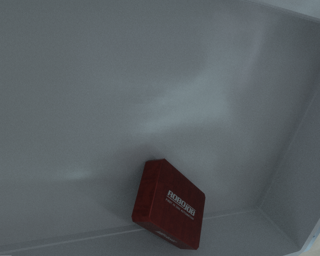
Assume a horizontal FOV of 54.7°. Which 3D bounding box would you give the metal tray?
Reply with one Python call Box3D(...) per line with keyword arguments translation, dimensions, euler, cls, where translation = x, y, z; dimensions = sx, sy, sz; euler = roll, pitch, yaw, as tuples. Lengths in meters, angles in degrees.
Box3D(translation=(0.019, 0.114, 0.452), dimensions=(0.030, 0.090, 0.130), euler=(-12, 140, 34), cls="metal tray")
